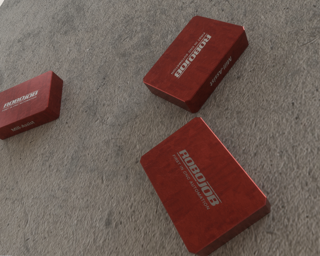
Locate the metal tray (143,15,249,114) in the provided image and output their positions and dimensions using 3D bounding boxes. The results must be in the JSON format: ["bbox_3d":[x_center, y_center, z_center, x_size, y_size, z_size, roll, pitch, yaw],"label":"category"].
[{"bbox_3d":[0.049,-0.092,0.432,0.090,0.030,0.130,31,78,37],"label":"metal tray"}]

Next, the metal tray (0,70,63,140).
[{"bbox_3d":[-0.237,-0.040,0.550,0.130,0.030,0.090,-18,54,17],"label":"metal tray"}]

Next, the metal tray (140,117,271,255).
[{"bbox_3d":[0.044,0.059,0.341,0.090,0.030,0.130,-36,51,3],"label":"metal tray"}]
